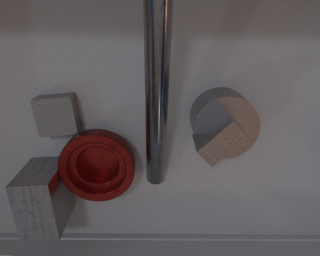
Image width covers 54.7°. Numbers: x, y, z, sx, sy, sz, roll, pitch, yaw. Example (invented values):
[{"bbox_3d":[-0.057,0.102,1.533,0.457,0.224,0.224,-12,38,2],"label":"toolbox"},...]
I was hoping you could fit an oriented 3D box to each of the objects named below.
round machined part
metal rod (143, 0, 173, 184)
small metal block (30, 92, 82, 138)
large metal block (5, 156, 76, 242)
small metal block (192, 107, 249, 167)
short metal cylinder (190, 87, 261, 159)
[{"bbox_3d":[-0.082,0.046,0.418,0.099,0.042,0.097,0,110,-1],"label":"round machined part"},{"bbox_3d":[-0.003,-0.034,0.332,0.025,0.025,0.298,1,136,-1],"label":"metal rod"},{"bbox_3d":[-0.134,-0.017,0.403,0.050,0.025,0.050,-5,110,1],"label":"small metal block"},{"bbox_3d":[-0.154,0.092,0.414,0.050,0.080,0.079,-3,110,1],"label":"large metal block"},{"bbox_3d":[0.066,0.009,0.349,0.050,0.050,0.025,-42,105,14],"label":"small metal block"},{"bbox_3d":[0.081,-0.008,0.396,0.081,0.050,0.079,0,110,-1],"label":"short metal cylinder"}]
